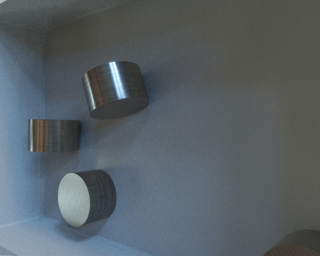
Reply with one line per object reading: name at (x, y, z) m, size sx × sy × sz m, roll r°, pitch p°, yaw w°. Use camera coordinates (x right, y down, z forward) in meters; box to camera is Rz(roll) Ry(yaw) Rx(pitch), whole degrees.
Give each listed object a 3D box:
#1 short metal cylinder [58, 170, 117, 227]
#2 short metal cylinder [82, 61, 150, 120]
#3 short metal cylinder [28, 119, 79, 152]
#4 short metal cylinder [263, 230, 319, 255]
short metal cylinder at (-0.114, 0.107, 0.482) m, size 0.080 × 0.050 × 0.079 m, roll 0°, pitch 90°, yaw 39°
short metal cylinder at (-0.059, -0.048, 0.418) m, size 0.080 × 0.081 × 0.050 m, roll -25°, pitch 75°, yaw 37°
short metal cylinder at (-0.175, 0.011, 0.512) m, size 0.080 × 0.081 × 0.050 m, roll 3°, pitch 92°, yaw 39°
short metal cylinder at (0.134, 0.139, 0.279) m, size 0.080 × 0.050 × 0.079 m, roll 0°, pitch 90°, yaw 39°
